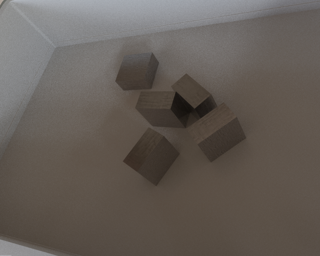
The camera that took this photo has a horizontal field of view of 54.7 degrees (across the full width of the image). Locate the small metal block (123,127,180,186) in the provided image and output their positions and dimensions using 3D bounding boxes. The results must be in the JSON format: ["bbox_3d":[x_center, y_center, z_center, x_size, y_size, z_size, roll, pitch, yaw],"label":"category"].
[{"bbox_3d":[-0.009,0.035,0.372,0.025,0.050,0.050,29,78,37],"label":"small metal block"}]

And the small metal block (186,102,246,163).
[{"bbox_3d":[0.065,0.006,0.351,0.050,0.050,0.025,-36,52,4],"label":"small metal block"}]

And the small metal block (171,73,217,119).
[{"bbox_3d":[0.046,-0.033,0.385,0.025,0.050,0.050,-41,51,0],"label":"small metal block"}]

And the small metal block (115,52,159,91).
[{"bbox_3d":[-0.034,-0.086,0.475,0.050,0.025,0.050,1,62,28],"label":"small metal block"}]

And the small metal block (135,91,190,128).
[{"bbox_3d":[0.005,-0.023,0.400,0.050,0.050,0.025,4,64,30],"label":"small metal block"}]
